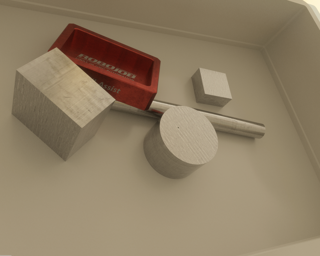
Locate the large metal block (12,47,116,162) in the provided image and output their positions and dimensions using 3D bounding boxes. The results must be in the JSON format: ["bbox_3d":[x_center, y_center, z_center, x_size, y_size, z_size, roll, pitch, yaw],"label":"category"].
[{"bbox_3d":[-0.105,-0.022,0.328,0.080,0.080,0.050,42,51,0],"label":"large metal block"}]

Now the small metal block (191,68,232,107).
[{"bbox_3d":[0.081,-0.064,0.491,0.050,0.025,0.050,7,59,-25],"label":"small metal block"}]

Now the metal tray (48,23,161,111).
[{"bbox_3d":[-0.067,-0.079,0.394,0.131,0.030,0.090,20,38,-12],"label":"metal tray"}]

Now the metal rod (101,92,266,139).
[{"bbox_3d":[0.021,-0.021,0.431,0.302,0.025,0.025,11,57,-23],"label":"metal rod"}]

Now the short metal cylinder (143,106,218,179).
[{"bbox_3d":[0.026,0.019,0.394,0.081,0.050,0.080,14,56,-21],"label":"short metal cylinder"}]
